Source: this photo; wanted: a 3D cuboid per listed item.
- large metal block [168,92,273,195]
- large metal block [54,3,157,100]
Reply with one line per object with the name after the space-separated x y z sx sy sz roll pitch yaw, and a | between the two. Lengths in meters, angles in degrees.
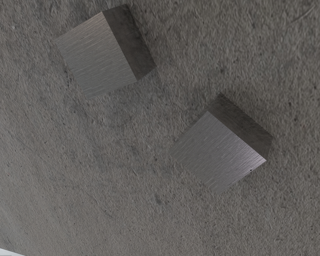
0.070 0.019 0.366 0.080 0.050 0.080 40 129 0 | large metal block
-0.064 -0.089 0.369 0.080 0.050 0.080 -15 111 34 | large metal block
